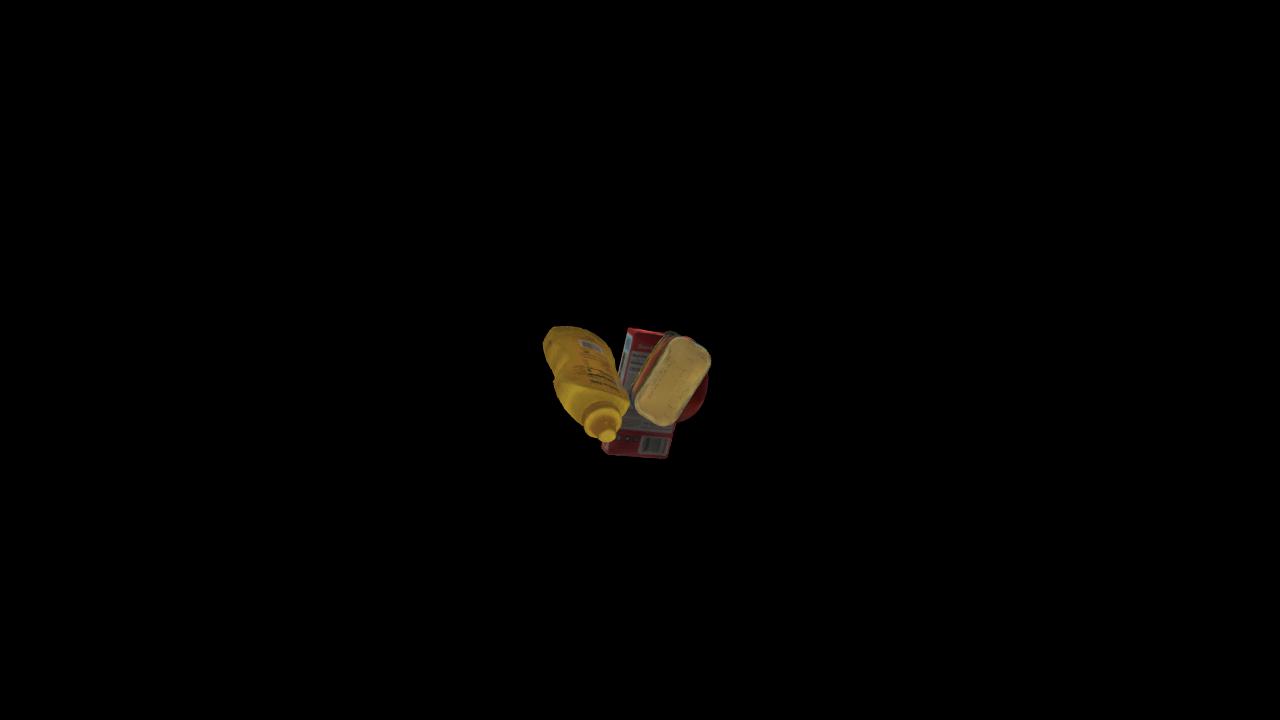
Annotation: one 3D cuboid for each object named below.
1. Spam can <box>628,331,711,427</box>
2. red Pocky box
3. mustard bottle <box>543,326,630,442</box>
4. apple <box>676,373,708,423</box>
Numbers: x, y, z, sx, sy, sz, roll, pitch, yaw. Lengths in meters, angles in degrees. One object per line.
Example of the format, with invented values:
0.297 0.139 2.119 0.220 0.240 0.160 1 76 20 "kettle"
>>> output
0.030 0.020 0.687 0.058 0.101 0.085 32 1 -8 "Spam can"
0.010 0.041 0.739 0.083 0.155 0.028 8 13 -22 "red Pocky box"
-0.056 0.030 0.702 0.092 0.054 0.184 27 21 -31 "mustard bottle"
0.043 0.033 0.748 0.079 0.079 0.093 0 -43 -48 "apple"
